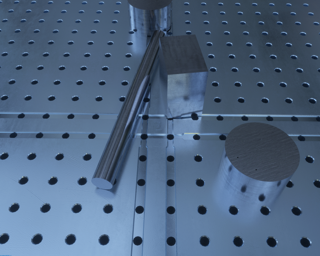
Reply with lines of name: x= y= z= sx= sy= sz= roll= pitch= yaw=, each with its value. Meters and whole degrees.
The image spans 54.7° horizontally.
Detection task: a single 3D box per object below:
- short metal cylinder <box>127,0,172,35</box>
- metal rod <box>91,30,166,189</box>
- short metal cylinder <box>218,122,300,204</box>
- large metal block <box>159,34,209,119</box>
short metal cylinder: x=-0.018 y=-0.216 z=0.572 sx=0.080 sy=0.050 sz=0.080 roll=0 pitch=50 yaw=0
metal rod: x=-0.034 y=-0.049 z=0.447 sx=0.025 sy=0.025 sz=0.300 roll=10 pitch=51 yaw=8
short metal cylinder: x=0.112 y=0.040 z=0.359 sx=0.080 sy=0.050 sz=0.080 roll=0 pitch=50 yaw=0
large metal block: x=0.029 y=-0.072 z=0.432 sx=0.050 sy=0.080 sz=0.080 roll=-6 pitch=50 yaw=-5
